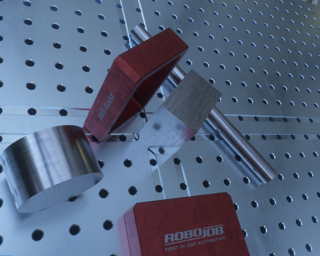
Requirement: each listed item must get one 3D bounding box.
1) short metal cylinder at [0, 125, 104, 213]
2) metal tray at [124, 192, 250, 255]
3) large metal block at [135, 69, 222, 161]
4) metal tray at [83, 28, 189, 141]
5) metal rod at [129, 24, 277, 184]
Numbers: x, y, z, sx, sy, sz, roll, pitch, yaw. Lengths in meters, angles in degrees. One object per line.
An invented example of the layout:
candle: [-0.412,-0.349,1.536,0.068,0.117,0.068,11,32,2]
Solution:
short metal cylinder: [-0.101,0.039,0.294,0.081,0.080,0.050,-16,71,-35]
metal tray: [0.033,0.125,0.346,0.131,0.030,0.090,0,62,-28]
large metal block: [0.023,-0.016,0.395,0.050,0.080,0.080,39,51,-2]
metal tray: [-0.030,-0.045,0.352,0.030,0.129,0.091,46,51,3]
metal rod: [0.061,-0.039,0.464,0.300,0.025,0.025,48,51,6]
